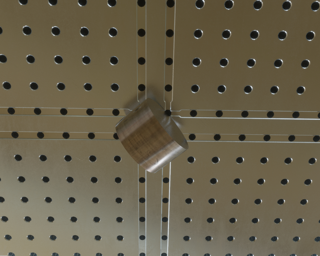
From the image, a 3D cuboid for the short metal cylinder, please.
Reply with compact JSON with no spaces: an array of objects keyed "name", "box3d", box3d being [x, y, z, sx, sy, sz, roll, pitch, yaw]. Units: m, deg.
[{"name":"short metal cylinder","box3d":[-0.009,0.009,0.387,0.050,0.080,0.080,-38,106,13]}]
